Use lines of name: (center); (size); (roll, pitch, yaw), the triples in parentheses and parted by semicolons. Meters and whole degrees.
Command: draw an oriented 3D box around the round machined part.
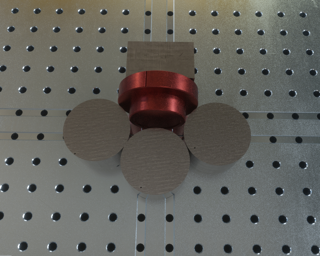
round machined part: (-0.003, -0.028, 0.381); (0.099, 0.098, 0.042); (2, 70, 0)

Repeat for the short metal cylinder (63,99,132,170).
short metal cylinder: (-0.076, 0.009, 0.395); (0.081, 0.050, 0.080); (0, 70, 0)

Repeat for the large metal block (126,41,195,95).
large metal block: (0.001, -0.069, 0.407); (0.081, 0.080, 0.050); (1, 70, 0)

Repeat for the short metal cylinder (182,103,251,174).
short metal cylinder: (0.069, 0.014, 0.394); (0.081, 0.050, 0.080); (0, 70, 0)

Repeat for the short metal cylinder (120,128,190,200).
short metal cylinder: (-0.005, 0.045, 0.382); (0.081, 0.050, 0.080); (0, 70, 0)
